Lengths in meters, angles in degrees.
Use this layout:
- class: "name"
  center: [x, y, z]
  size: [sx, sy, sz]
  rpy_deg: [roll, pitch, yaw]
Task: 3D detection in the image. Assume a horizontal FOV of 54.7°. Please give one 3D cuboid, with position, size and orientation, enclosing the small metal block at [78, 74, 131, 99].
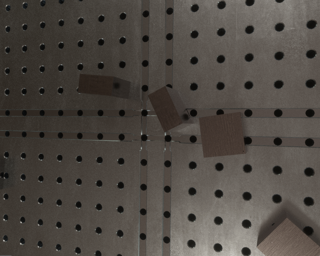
- class: "small metal block"
  center: [-0.075, -0.056, 0.425]
  size: [0.050, 0.050, 0.025]
  rpy_deg: [8, 93, 19]

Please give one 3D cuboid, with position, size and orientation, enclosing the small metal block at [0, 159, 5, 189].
- class: "small metal block"
  center: [-0.288, 0.075, 0.512]
  size: [0.050, 0.025, 0.050]
  rpy_deg: [5, 92, 19]

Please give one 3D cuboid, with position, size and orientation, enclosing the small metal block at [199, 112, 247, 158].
- class: "small metal block"
  center: [0.079, 0.009, 0.385]
  size: [0.050, 0.025, 0.050]
  rpy_deg: [-8, 88, 19]

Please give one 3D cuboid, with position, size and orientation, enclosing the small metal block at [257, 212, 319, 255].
- class: "small metal block"
  center: [0.150, 0.136, 0.360]
  size: [0.050, 0.025, 0.050]
  rpy_deg: [42, 103, 14]

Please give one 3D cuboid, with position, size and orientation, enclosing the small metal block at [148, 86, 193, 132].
- class: "small metal block"
  center: [0.014, -0.023, 0.394]
  size: [0.025, 0.050, 0.050]
  rpy_deg: [-27, 81, 18]
